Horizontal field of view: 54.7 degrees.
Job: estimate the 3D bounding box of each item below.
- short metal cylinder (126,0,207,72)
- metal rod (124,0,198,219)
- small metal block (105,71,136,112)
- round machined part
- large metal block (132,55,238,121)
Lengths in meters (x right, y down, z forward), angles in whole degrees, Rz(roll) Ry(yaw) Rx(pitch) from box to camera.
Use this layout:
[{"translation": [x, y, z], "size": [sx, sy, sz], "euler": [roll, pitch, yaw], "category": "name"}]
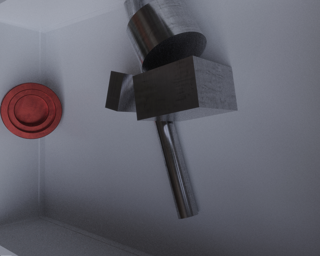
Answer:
[{"translation": [0.007, -0.104, 0.363], "size": [0.080, 0.081, 0.050], "euler": [-37, 68, 33], "category": "short metal cylinder"}, {"translation": [-0.002, -0.034, 0.406], "size": [0.025, 0.025, 0.299], "euler": [-23, 75, 37], "category": "metal rod"}, {"translation": [-0.044, -0.049, 0.425], "size": [0.025, 0.050, 0.050], "euler": [18, 101, 38], "category": "small metal block"}, {"translation": [-0.229, -0.032, 0.549], "size": [0.042, 0.099, 0.097], "euler": [17, 102, 60], "category": "round machined part"}, {"translation": [0.029, -0.038, 0.346], "size": [0.080, 0.081, 0.050], "euler": [-11, 83, 39], "category": "large metal block"}]
